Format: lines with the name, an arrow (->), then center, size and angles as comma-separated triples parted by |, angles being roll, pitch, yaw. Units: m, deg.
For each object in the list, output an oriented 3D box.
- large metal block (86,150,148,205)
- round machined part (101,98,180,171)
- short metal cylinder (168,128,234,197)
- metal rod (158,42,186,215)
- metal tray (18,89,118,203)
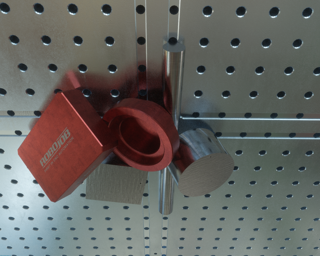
large metal block -> -0.061, 0.063, 0.448 | 0.081, 0.050, 0.079 | 8, 130, -7
round machined part -> -0.020, 0.004, 0.387 | 0.098, 0.042, 0.097 | 16, 132, 19
short metal cylinder -> 0.052, 0.047, 0.418 | 0.081, 0.050, 0.079 | -14, 132, -15
metal rod -> 0.013, 0.025, 0.434 | 0.025, 0.025, 0.298 | 1, 130, -1
metal tray -> -0.122, 0.025, 0.396 | 0.129, 0.030, 0.090 | -44, 80, 30
